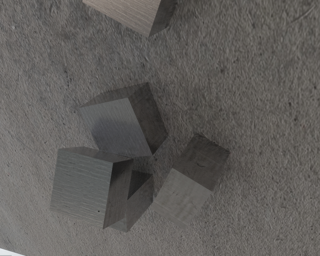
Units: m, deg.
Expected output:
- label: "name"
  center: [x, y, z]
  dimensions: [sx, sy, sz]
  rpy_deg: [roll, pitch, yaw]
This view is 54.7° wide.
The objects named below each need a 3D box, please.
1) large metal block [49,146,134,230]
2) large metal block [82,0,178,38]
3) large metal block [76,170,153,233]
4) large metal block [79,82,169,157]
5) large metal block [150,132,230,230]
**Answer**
- label: "large metal block"
  center: [-0.086, 0.072, 0.395]
  dimensions: [0.080, 0.050, 0.079]
  rpy_deg: [11, 94, 23]
- label: "large metal block"
  center: [-0.023, -0.150, 0.310]
  dimensions: [0.080, 0.050, 0.079]
  rpy_deg: [31, 128, 8]
- label: "large metal block"
  center: [-0.064, 0.101, 0.463]
  dimensions: [0.080, 0.080, 0.050]
  rpy_deg: [10, 113, 23]
- label: "large metal block"
  center: [-0.046, -0.008, 0.410]
  dimensions: [0.080, 0.050, 0.080]
  rpy_deg: [-8, 115, 32]
- label: "large metal block"
  center: [0.039, 0.066, 0.391]
  dimensions: [0.050, 0.080, 0.079]
  rpy_deg: [31, 128, 8]
